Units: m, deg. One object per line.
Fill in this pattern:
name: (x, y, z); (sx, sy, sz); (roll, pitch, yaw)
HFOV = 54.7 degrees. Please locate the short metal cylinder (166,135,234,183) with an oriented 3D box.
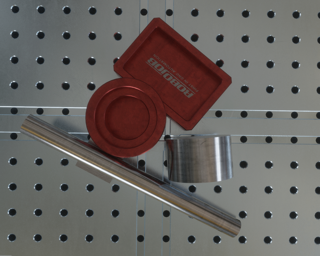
short metal cylinder: (0.049, 0.036, 0.385); (0.081, 0.080, 0.050); (-4, 90, -1)

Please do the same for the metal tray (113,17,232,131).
metal tray: (0.016, -0.069, 0.410); (0.130, 0.030, 0.090); (40, 89, 0)

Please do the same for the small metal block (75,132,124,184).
small metal block: (-0.075, 0.038, 0.413); (0.050, 0.025, 0.050); (28, 90, -1)

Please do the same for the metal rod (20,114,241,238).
metal rod: (-0.029, 0.065, 0.393); (0.301, 0.025, 0.025); (28, 90, -9)

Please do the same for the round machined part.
round machined part: (-0.041, -0.013, 0.396); (0.099, 0.042, 0.097); (0, 90, 1)
